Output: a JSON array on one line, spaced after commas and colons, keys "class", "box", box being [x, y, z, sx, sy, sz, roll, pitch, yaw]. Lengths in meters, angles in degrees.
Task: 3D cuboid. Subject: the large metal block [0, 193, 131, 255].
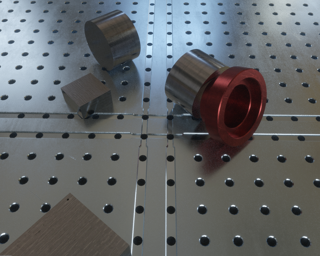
[{"class": "large metal block", "box": [-0.084, 0.123, 0.288, 0.080, 0.050, 0.080, 33, 57, 24]}]

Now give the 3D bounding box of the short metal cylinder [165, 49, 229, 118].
[{"class": "short metal cylinder", "box": [0.053, -0.060, 0.423, 0.080, 0.080, 0.050, -36, 59, -26]}]

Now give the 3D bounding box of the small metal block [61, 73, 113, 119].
[{"class": "small metal block", "box": [-0.105, -0.047, 0.446, 0.050, 0.025, 0.050, -34, 58, -25]}]

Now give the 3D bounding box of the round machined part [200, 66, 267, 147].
[{"class": "round machined part", "box": [0.089, -0.029, 0.390, 0.099, 0.098, 0.042, -37, 38, -27]}]

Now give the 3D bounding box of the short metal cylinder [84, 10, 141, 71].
[{"class": "short metal cylinder", "box": [-0.075, -0.137, 0.487, 0.050, 0.080, 0.080, -32, 57, -24]}]
